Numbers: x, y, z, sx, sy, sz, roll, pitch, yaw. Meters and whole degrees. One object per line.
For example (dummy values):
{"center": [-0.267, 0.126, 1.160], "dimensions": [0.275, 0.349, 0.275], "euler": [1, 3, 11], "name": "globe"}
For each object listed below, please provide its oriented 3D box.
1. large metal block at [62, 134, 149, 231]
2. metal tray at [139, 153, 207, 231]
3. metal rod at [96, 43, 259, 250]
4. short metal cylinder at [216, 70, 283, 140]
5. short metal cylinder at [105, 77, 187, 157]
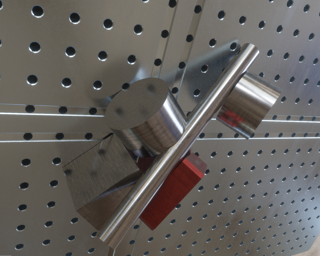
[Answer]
{"center": [-0.064, 0.064, 0.381], "dimensions": [0.080, 0.080, 0.050], "euler": [-34, 129, -6], "name": "large metal block"}
{"center": [0.021, 0.079, 0.419], "dimensions": [0.090, 0.030, 0.130], "euler": [-48, 171, 6], "name": "metal tray"}
{"center": [0.033, 0.006, 0.365], "dimensions": [0.301, 0.025, 0.025], "euler": [-51, 132, -20], "name": "metal rod"}
{"center": [0.120, -0.031, 0.418], "dimensions": [0.080, 0.050, 0.080], "euler": [-51, 166, -17], "name": "short metal cylinder"}
{"center": [-0.016, -0.013, 0.360], "dimensions": [0.080, 0.080, 0.050], "euler": [-37, 130, -4], "name": "short metal cylinder"}
